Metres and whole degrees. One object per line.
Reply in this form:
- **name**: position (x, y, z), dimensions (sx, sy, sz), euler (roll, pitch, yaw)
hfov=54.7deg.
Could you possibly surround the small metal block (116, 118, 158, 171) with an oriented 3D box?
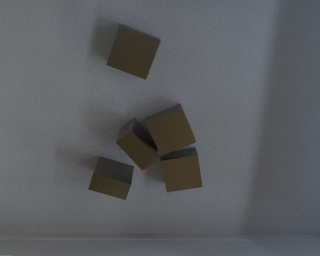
- **small metal block**: position (-0.028, 0.020, 0.405), dimensions (0.025, 0.050, 0.050), euler (-37, 106, 12)

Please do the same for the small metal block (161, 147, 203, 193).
- **small metal block**: position (0.030, 0.059, 0.433), dimensions (0.050, 0.025, 0.050), euler (-9, 110, 3)

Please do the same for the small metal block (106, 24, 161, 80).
- **small metal block**: position (-0.032, -0.093, 0.377), dimensions (0.050, 0.025, 0.050), euler (20, 109, -8)

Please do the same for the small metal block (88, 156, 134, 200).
- **small metal block**: position (-0.065, 0.067, 0.422), dimensions (0.050, 0.050, 0.025), euler (18, 109, -7)

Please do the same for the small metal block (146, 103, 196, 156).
- **small metal block**: position (0.014, 0.002, 0.412), dimensions (0.050, 0.025, 0.050), euler (-22, 109, 7)
